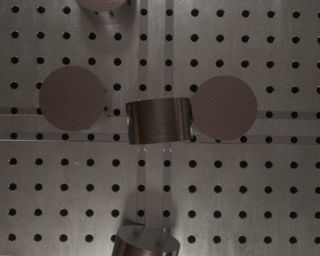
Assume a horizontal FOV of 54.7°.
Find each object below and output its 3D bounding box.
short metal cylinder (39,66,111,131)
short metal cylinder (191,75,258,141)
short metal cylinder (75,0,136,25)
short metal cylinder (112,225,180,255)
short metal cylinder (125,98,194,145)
[{"bbox_3d":[-0.106,-0.036,0.399,0.081,0.050,0.079,0,90,-1],"label":"short metal cylinder"},{"bbox_3d":[0.079,-0.025,0.402,0.081,0.050,0.079,0,90,-1],"label":"short metal cylinder"},{"bbox_3d":[-0.072,-0.180,0.400,0.081,0.050,0.079,0,90,-1],"label":"short metal cylinder"},{"bbox_3d":[-0.020,0.161,0.386,0.080,0.080,0.050,13,90,-1],"label":"short metal cylinder"},{"bbox_3d":[-0.001,-0.008,0.386,0.081,0.080,0.050,-5,90,-1],"label":"short metal cylinder"}]
